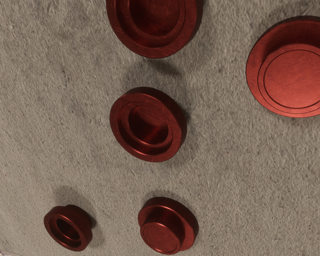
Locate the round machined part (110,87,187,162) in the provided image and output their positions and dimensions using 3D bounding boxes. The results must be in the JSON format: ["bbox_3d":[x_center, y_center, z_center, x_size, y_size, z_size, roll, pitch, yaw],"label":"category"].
[{"bbox_3d":[-0.011,-0.008,0.396,0.098,0.042,0.097,13,124,20],"label":"round machined part"}]

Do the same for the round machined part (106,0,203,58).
[{"bbox_3d":[-0.002,-0.125,0.319,0.098,0.042,0.097,13,124,20],"label":"round machined part"}]

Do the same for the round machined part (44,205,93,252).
[{"bbox_3d":[-0.171,0.188,0.600,0.098,0.042,0.097,13,124,20],"label":"round machined part"}]

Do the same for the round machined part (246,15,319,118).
[{"bbox_3d":[0.131,-0.052,0.294,0.098,0.042,0.097,13,124,20],"label":"round machined part"}]

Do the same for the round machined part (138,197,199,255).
[{"bbox_3d":[0.008,0.160,0.490,0.098,0.042,0.097,13,124,20],"label":"round machined part"}]
